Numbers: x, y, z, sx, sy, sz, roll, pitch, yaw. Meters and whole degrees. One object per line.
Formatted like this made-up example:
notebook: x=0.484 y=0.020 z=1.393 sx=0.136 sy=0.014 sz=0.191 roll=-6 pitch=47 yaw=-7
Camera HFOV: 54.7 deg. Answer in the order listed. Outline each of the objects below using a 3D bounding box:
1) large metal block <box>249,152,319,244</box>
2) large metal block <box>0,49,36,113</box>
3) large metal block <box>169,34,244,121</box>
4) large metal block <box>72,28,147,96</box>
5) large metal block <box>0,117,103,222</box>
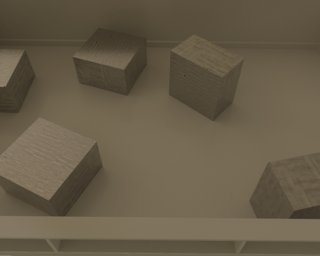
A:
large metal block: x=0.147 y=0.070 z=0.313 sx=0.081 sy=0.080 sz=0.050 roll=-10 pitch=51 yaw=-9
large metal block: x=-0.238 y=-0.069 z=0.443 sx=0.081 sy=0.050 sz=0.080 roll=2 pitch=50 yaw=1
large metal block: x=0.060 y=-0.069 z=0.428 sx=0.080 sy=0.080 sz=0.050 roll=34 pitch=58 yaw=25
large metal block: x=-0.073 y=-0.103 z=0.475 sx=0.080 sy=0.050 sz=0.080 roll=16 pitch=52 yaw=12
large metal block: x=-0.124 y=0.044 z=0.350 sx=0.080 sy=0.050 sz=0.080 roll=21 pitch=53 yaw=16
